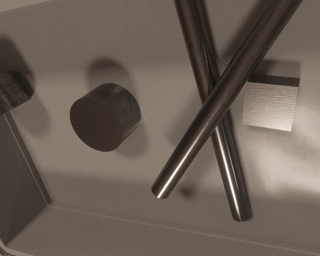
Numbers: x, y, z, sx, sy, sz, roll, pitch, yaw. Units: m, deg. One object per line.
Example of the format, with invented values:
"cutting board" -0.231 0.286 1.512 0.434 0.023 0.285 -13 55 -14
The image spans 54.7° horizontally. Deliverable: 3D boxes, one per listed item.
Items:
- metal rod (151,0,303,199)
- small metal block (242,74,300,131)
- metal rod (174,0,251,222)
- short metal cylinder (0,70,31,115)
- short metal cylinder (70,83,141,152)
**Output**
"metal rod" 0.064 -0.031 0.325 0.025 0.025 0.298 33 120 6
"small metal block" 0.117 -0.028 0.329 0.050 0.025 0.050 10 123 22
"metal rod" 0.067 -0.011 0.365 0.025 0.025 0.298 -5 116 30
"short metal cylinder" -0.248 -0.047 0.471 0.080 0.080 0.050 -15 110 34
"short metal cylinder" -0.073 -0.015 0.420 0.080 0.050 0.079 13 124 20
